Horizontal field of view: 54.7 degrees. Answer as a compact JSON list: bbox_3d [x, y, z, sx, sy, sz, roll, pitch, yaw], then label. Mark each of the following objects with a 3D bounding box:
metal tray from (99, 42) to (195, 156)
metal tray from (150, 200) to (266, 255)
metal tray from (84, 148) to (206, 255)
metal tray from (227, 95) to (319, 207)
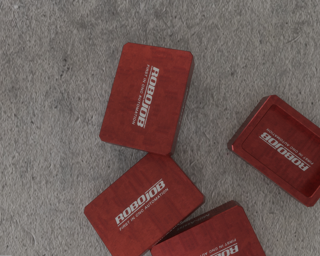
[{"bbox_3d":[-0.014,-0.036,0.389,0.090,0.030,0.129,12,81,12],"label":"metal tray"},{"bbox_3d":[0.064,0.164,0.408,0.131,0.030,0.090,-26,90,0],"label":"metal tray"},{"bbox_3d":[-0.019,0.097,0.392,0.130,0.030,0.090,-41,70,0],"label":"metal tray"},{"bbox_3d":[0.168,0.029,0.408,0.130,0.030,0.090,37,90,0],"label":"metal tray"}]
